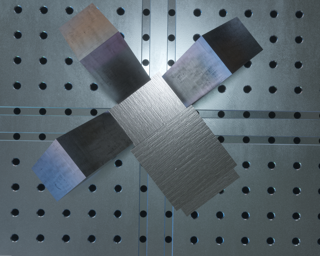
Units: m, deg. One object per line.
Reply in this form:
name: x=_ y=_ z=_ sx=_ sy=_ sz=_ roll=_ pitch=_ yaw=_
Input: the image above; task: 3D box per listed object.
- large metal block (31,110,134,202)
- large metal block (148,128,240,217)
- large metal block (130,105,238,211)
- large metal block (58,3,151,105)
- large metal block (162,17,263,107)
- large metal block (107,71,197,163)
large metal block: x=-0.092 y=0.033 z=0.370 sx=0.050 sy=0.080 sz=0.080 roll=52 pitch=132 yaw=1
large metal block: x=0.041 y=0.052 z=0.400 sx=0.080 sy=0.050 sz=0.080 roll=-37 pitch=89 yaw=-1
large metal block: x=0.025 y=0.031 z=0.350 sx=0.080 sy=0.050 sz=0.080 roll=-37 pitch=91 yaw=-1
large metal block: x=-0.065 y=-0.088 z=0.370 sx=0.050 sy=0.080 sz=0.080 roll=-38 pitch=51 yaw=0
large metal block: x=0.062 y=-0.077 z=0.371 sx=0.050 sy=0.080 sz=0.080 roll=52 pitch=50 yaw=0
large metal block: x=-0.008 y=-0.013 z=0.401 sx=0.080 sy=0.050 sz=0.080 roll=-38 pitch=90 yaw=0
